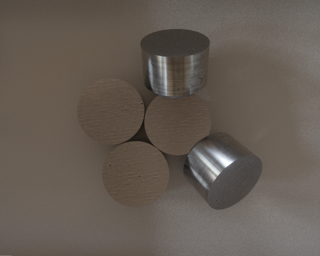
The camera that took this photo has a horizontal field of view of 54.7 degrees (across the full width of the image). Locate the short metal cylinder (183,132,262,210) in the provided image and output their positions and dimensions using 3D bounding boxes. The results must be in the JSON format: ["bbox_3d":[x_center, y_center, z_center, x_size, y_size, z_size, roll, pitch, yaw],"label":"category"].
[{"bbox_3d":[0.076,0.052,0.378,0.081,0.050,0.079,-18,129,-23],"label":"short metal cylinder"}]

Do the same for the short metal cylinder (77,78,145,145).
[{"bbox_3d":[-0.059,-0.020,0.396,0.081,0.050,0.079,0,90,-1],"label":"short metal cylinder"}]

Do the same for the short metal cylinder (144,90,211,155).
[{"bbox_3d":[0.021,-0.007,0.397,0.081,0.050,0.079,0,90,-1],"label":"short metal cylinder"}]

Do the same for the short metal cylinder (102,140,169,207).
[{"bbox_3d":[-0.029,0.055,0.397,0.081,0.050,0.079,0,90,-1],"label":"short metal cylinder"}]

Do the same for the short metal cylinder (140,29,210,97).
[{"bbox_3d":[0.018,-0.081,0.375,0.081,0.080,0.050,-3,129,-1],"label":"short metal cylinder"}]
